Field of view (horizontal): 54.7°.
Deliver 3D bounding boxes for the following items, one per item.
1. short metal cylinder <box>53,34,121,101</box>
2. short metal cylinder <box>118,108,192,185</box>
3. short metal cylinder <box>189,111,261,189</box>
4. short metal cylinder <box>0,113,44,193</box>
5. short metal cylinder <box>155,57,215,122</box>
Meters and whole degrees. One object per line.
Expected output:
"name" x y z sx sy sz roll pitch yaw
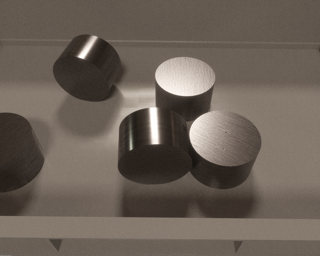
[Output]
"short metal cylinder" -0.102 -0.084 0.438 0.080 0.080 0.050 11 51 9
"short metal cylinder" -0.007 0.022 0.351 0.081 0.080 0.050 -2 50 -3
"short metal cylinder" 0.074 0.025 0.369 0.081 0.050 0.080 0 50 0
"short metal cylinder" -0.184 0.028 0.363 0.081 0.050 0.080 0 50 0
"short metal cylinder" 0.034 -0.055 0.436 0.081 0.050 0.080 0 50 0
